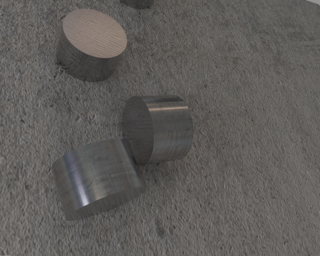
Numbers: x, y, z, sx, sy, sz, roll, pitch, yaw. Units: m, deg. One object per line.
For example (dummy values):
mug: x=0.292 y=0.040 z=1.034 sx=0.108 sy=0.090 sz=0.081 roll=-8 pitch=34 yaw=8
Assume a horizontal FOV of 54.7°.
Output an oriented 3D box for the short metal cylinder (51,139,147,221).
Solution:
short metal cylinder: x=-0.059 y=0.051 z=0.305 sx=0.081 sy=0.080 sz=0.050 roll=-11 pitch=68 yaw=-33

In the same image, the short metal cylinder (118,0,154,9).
short metal cylinder: x=-0.039 y=-0.247 z=0.518 sx=0.081 sy=0.050 sz=0.080 roll=14 pitch=56 yaw=-21

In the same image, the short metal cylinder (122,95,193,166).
short metal cylinder: x=-0.005 y=0.001 z=0.365 sx=0.050 sy=0.080 sz=0.080 roll=-6 pitch=65 yaw=-31

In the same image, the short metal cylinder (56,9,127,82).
short metal cylinder: x=-0.090 y=-0.107 z=0.405 sx=0.081 sy=0.050 sz=0.080 roll=14 pitch=56 yaw=-21
